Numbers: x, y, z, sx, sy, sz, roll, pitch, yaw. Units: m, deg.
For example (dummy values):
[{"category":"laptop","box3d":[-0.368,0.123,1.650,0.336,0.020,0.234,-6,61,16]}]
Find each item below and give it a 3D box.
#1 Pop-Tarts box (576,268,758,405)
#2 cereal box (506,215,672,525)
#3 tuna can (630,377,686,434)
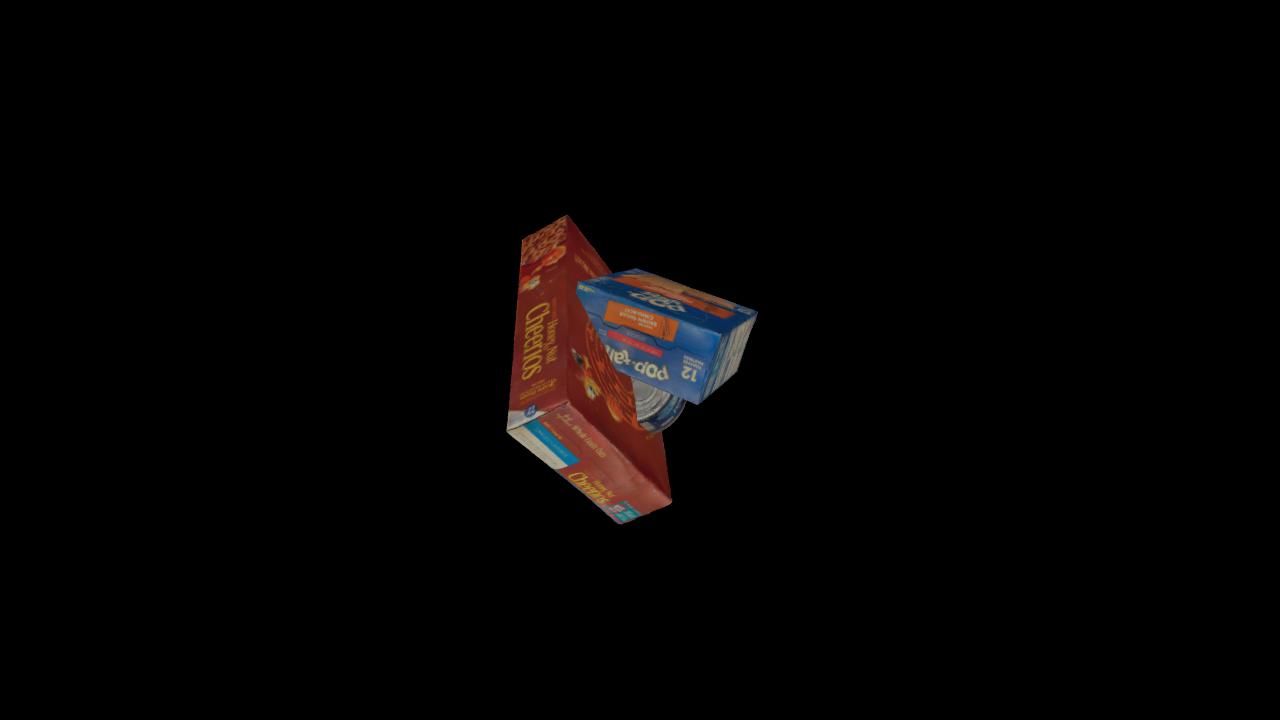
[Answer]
[{"category":"Pop-Tarts box","box3d":[0.026,-0.035,0.688,0.167,0.083,0.141,22,22,20]},{"category":"cereal box","box3d":[-0.056,0.004,0.700,0.081,0.306,0.203,-24,-47,18]},{"category":"tuna can","box3d":[0.008,0.036,0.675,0.084,0.084,0.034,0,-27,32]}]
